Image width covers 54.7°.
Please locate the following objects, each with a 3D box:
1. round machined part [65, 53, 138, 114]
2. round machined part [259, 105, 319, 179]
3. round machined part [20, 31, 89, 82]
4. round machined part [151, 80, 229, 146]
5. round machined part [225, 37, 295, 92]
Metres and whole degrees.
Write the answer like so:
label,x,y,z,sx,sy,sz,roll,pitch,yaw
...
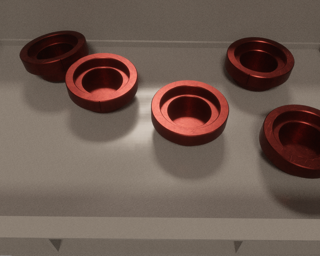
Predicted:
label,x,y,z,sx,sy,sz,roll,pitch,yaw
round machined part,-0.081,-0.059,0.441,0.099,0.042,0.098,1,52,-2
round machined part,0.171,0.020,0.379,0.099,0.042,0.098,0,50,0
round machined part,-0.157,-0.107,0.475,0.099,0.042,0.098,-5,43,5
round machined part,0.038,-0.015,0.407,0.099,0.042,0.098,0,50,0
round machined part,0.149,-0.093,0.475,0.099,0.042,0.098,0,50,0
